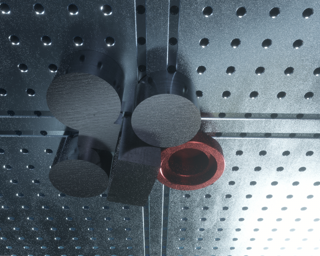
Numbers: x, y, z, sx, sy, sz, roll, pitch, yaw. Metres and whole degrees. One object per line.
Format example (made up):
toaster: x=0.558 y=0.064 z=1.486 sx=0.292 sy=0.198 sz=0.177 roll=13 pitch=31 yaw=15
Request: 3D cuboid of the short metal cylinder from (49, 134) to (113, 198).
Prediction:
short metal cylinder: x=-0.110 y=0.054 z=0.440 sx=0.081 sy=0.050 sz=0.079 roll=0 pitch=130 yaw=0

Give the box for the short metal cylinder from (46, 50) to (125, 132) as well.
short metal cylinder: x=-0.083 y=-0.042 z=0.358 sx=0.081 sy=0.050 sz=0.079 roll=0 pitch=130 yaw=0

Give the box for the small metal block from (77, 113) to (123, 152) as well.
small metal block: x=-0.080 y=0.002 z=0.412 sx=0.050 sy=0.025 sz=0.050 roll=11 pitch=129 yaw=-10

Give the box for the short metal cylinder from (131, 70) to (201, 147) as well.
short metal cylinder: x=0.007 y=-0.022 z=0.376 sx=0.081 sy=0.050 sz=0.079 roll=0 pitch=130 yaw=0

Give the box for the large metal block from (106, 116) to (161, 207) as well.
large metal block: x=-0.034 y=0.044 z=0.408 sx=0.050 sy=0.080 sz=0.079 roll=12 pitch=129 yaw=-10

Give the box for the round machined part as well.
round machined part: x=0.039 y=0.041 z=0.435 sx=0.099 sy=0.042 sz=0.097 roll=0 pitch=130 yaw=0
